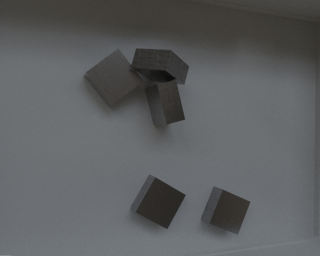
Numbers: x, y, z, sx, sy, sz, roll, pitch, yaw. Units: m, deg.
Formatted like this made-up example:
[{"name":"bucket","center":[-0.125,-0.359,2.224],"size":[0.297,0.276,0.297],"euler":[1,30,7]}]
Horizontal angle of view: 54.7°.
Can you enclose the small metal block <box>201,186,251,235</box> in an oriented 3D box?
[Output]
[{"name":"small metal block","center":[0.095,0.118,0.445],"size":[0.050,0.025,0.050],"euler":[26,81,-18]}]

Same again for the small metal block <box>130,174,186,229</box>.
[{"name":"small metal block","center":[-0.002,0.097,0.410],"size":[0.050,0.025,0.050],"euler":[33,79,-17]}]

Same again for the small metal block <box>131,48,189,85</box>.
[{"name":"small metal block","center":[0.001,-0.076,0.387],"size":[0.050,0.050,0.025],"euler":[23,80,-58]}]

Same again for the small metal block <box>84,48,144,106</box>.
[{"name":"small metal block","center":[-0.058,-0.062,0.389],"size":[0.050,0.025,0.050],"euler":[-41,103,-15]}]

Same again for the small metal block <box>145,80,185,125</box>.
[{"name":"small metal block","center":[0.005,-0.031,0.399],"size":[0.025,0.050,0.050],"euler":[-15,95,-19]}]
